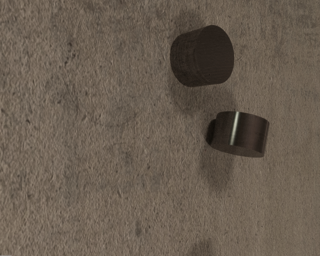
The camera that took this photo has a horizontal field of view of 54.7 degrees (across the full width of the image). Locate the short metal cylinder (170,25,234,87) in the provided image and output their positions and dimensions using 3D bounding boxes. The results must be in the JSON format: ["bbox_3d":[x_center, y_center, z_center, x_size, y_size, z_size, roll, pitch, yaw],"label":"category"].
[{"bbox_3d":[0.061,-0.100,0.442,0.081,0.050,0.079,0,90,-40],"label":"short metal cylinder"}]

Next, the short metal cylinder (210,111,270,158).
[{"bbox_3d":[0.122,0.011,0.474,0.080,0.080,0.050,23,76,-38],"label":"short metal cylinder"}]
